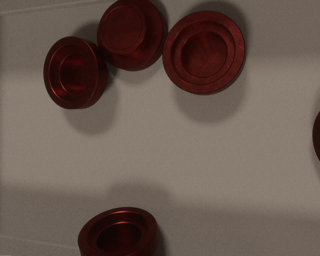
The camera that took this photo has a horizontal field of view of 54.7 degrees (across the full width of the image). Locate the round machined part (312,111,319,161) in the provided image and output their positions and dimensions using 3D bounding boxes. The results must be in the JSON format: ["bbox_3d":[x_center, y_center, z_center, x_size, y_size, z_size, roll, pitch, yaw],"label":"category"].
[{"bbox_3d":[0.210,0.011,0.310,0.042,0.098,0.097,-12,85,-25],"label":"round machined part"}]

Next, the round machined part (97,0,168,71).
[{"bbox_3d":[-0.042,-0.128,0.415,0.098,0.042,0.097,0,90,19],"label":"round machined part"}]

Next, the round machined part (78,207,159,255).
[{"bbox_3d":[-0.050,0.146,0.392,0.098,0.098,0.042,1,111,19],"label":"round machined part"}]

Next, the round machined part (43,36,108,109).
[{"bbox_3d":[-0.112,-0.075,0.434,0.098,0.042,0.097,3,96,28],"label":"round machined part"}]

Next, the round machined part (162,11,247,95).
[{"bbox_3d":[0.056,-0.089,0.381,0.098,0.042,0.097,0,90,19],"label":"round machined part"}]
